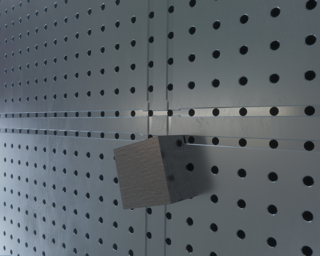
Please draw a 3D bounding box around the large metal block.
[{"bbox_3d":[-0.009,0.057,0.401,0.080,0.050,0.080,-18,79,38],"label":"large metal block"}]
